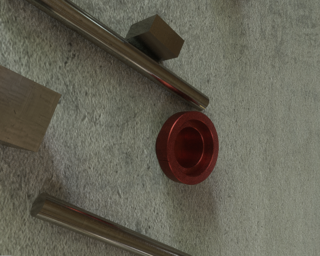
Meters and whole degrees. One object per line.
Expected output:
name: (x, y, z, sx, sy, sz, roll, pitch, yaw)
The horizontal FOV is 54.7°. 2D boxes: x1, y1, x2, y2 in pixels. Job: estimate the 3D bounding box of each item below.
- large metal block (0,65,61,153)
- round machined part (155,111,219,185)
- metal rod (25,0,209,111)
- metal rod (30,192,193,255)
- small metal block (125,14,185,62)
large metal block: (-0.142, -0.019, 0.251, 0.080, 0.080, 0.050, 28, 73, -37)
round machined part: (0.033, 0.026, 0.423, 0.099, 0.042, 0.097, 0, 90, -40)
metal rod: (-0.044, -0.092, 0.369, 0.301, 0.025, 0.025, 28, 73, -37)
metal rod: (-0.020, 0.149, 0.390, 0.301, 0.025, 0.025, 36, 68, -34)
small metal block: (-0.007, -0.108, 0.384, 0.050, 0.050, 0.025, 34, 69, -35)
